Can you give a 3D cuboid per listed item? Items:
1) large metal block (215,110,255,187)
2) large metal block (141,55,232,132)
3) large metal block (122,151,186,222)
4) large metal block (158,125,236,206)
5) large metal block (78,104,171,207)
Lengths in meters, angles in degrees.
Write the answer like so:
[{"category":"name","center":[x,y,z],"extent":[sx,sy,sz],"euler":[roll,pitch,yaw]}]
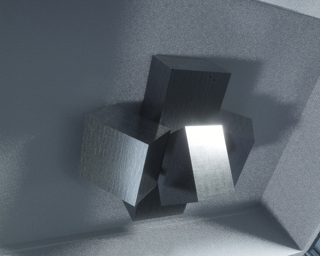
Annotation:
[{"category":"large metal block","center":[0.090,0.028,0.429],"extent":[0.050,0.080,0.079],"euler":[18,115,6]},{"category":"large metal block","center":[0.029,-0.040,0.379],"extent":[0.081,0.050,0.079],"euler":[-2,119,-28]},{"category":"large metal block","center":[-0.002,0.079,0.439],"extent":[0.081,0.050,0.079],"euler":[1,118,-29]},{"category":"large metal block","center":[0.036,0.046,0.368],"extent":[0.050,0.080,0.080],"euler":[-1,75,-29]},{"category":"large metal block","center":[-0.042,0.029,0.356],"extent":[0.050,0.080,0.079],"euler":[-33,142,-56]}]
